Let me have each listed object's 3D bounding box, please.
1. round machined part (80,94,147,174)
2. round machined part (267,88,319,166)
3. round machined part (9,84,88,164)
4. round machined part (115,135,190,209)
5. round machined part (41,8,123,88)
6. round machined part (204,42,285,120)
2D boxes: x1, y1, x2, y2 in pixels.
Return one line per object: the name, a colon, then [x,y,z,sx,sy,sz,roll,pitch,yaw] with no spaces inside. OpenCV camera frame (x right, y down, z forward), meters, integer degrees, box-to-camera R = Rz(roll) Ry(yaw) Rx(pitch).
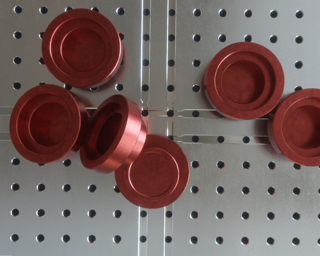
round machined part: [-0.054,0.011,0.386,0.042,0.098,0.098,29,90,-35]
round machined part: [0.189,-0.001,0.406,0.099,0.042,0.097,0,90,0]
round machined part: [-0.136,-0.004,0.396,0.098,0.042,0.098,-2,83,14]
round machined part: [-0.010,0.057,0.405,0.099,0.042,0.097,0,90,0]
round machined part: [-0.098,-0.100,0.404,0.099,0.042,0.097,0,90,0]
round machined part: [0.106,-0.059,0.405,0.099,0.042,0.097,0,90,0]
